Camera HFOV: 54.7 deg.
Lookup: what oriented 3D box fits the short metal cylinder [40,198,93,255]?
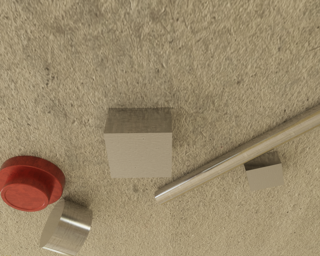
[{"bbox_3d":[-0.153,0.163,0.507,0.050,0.080,0.080,30,124,-23],"label":"short metal cylinder"}]

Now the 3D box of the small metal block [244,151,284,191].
[{"bbox_3d":[0.155,0.066,0.466,0.050,0.025,0.050,-15,129,11],"label":"small metal block"}]

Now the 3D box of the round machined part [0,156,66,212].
[{"bbox_3d":[-0.198,0.091,0.470,0.099,0.042,0.097,-1,130,0],"label":"round machined part"}]

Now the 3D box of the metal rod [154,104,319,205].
[{"bbox_3d":[0.115,0.040,0.442,0.300,0.025,0.025,-32,123,24],"label":"metal rod"}]

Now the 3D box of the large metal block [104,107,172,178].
[{"bbox_3d":[-0.026,0.020,0.408,0.081,0.050,0.079,-1,130,0],"label":"large metal block"}]
